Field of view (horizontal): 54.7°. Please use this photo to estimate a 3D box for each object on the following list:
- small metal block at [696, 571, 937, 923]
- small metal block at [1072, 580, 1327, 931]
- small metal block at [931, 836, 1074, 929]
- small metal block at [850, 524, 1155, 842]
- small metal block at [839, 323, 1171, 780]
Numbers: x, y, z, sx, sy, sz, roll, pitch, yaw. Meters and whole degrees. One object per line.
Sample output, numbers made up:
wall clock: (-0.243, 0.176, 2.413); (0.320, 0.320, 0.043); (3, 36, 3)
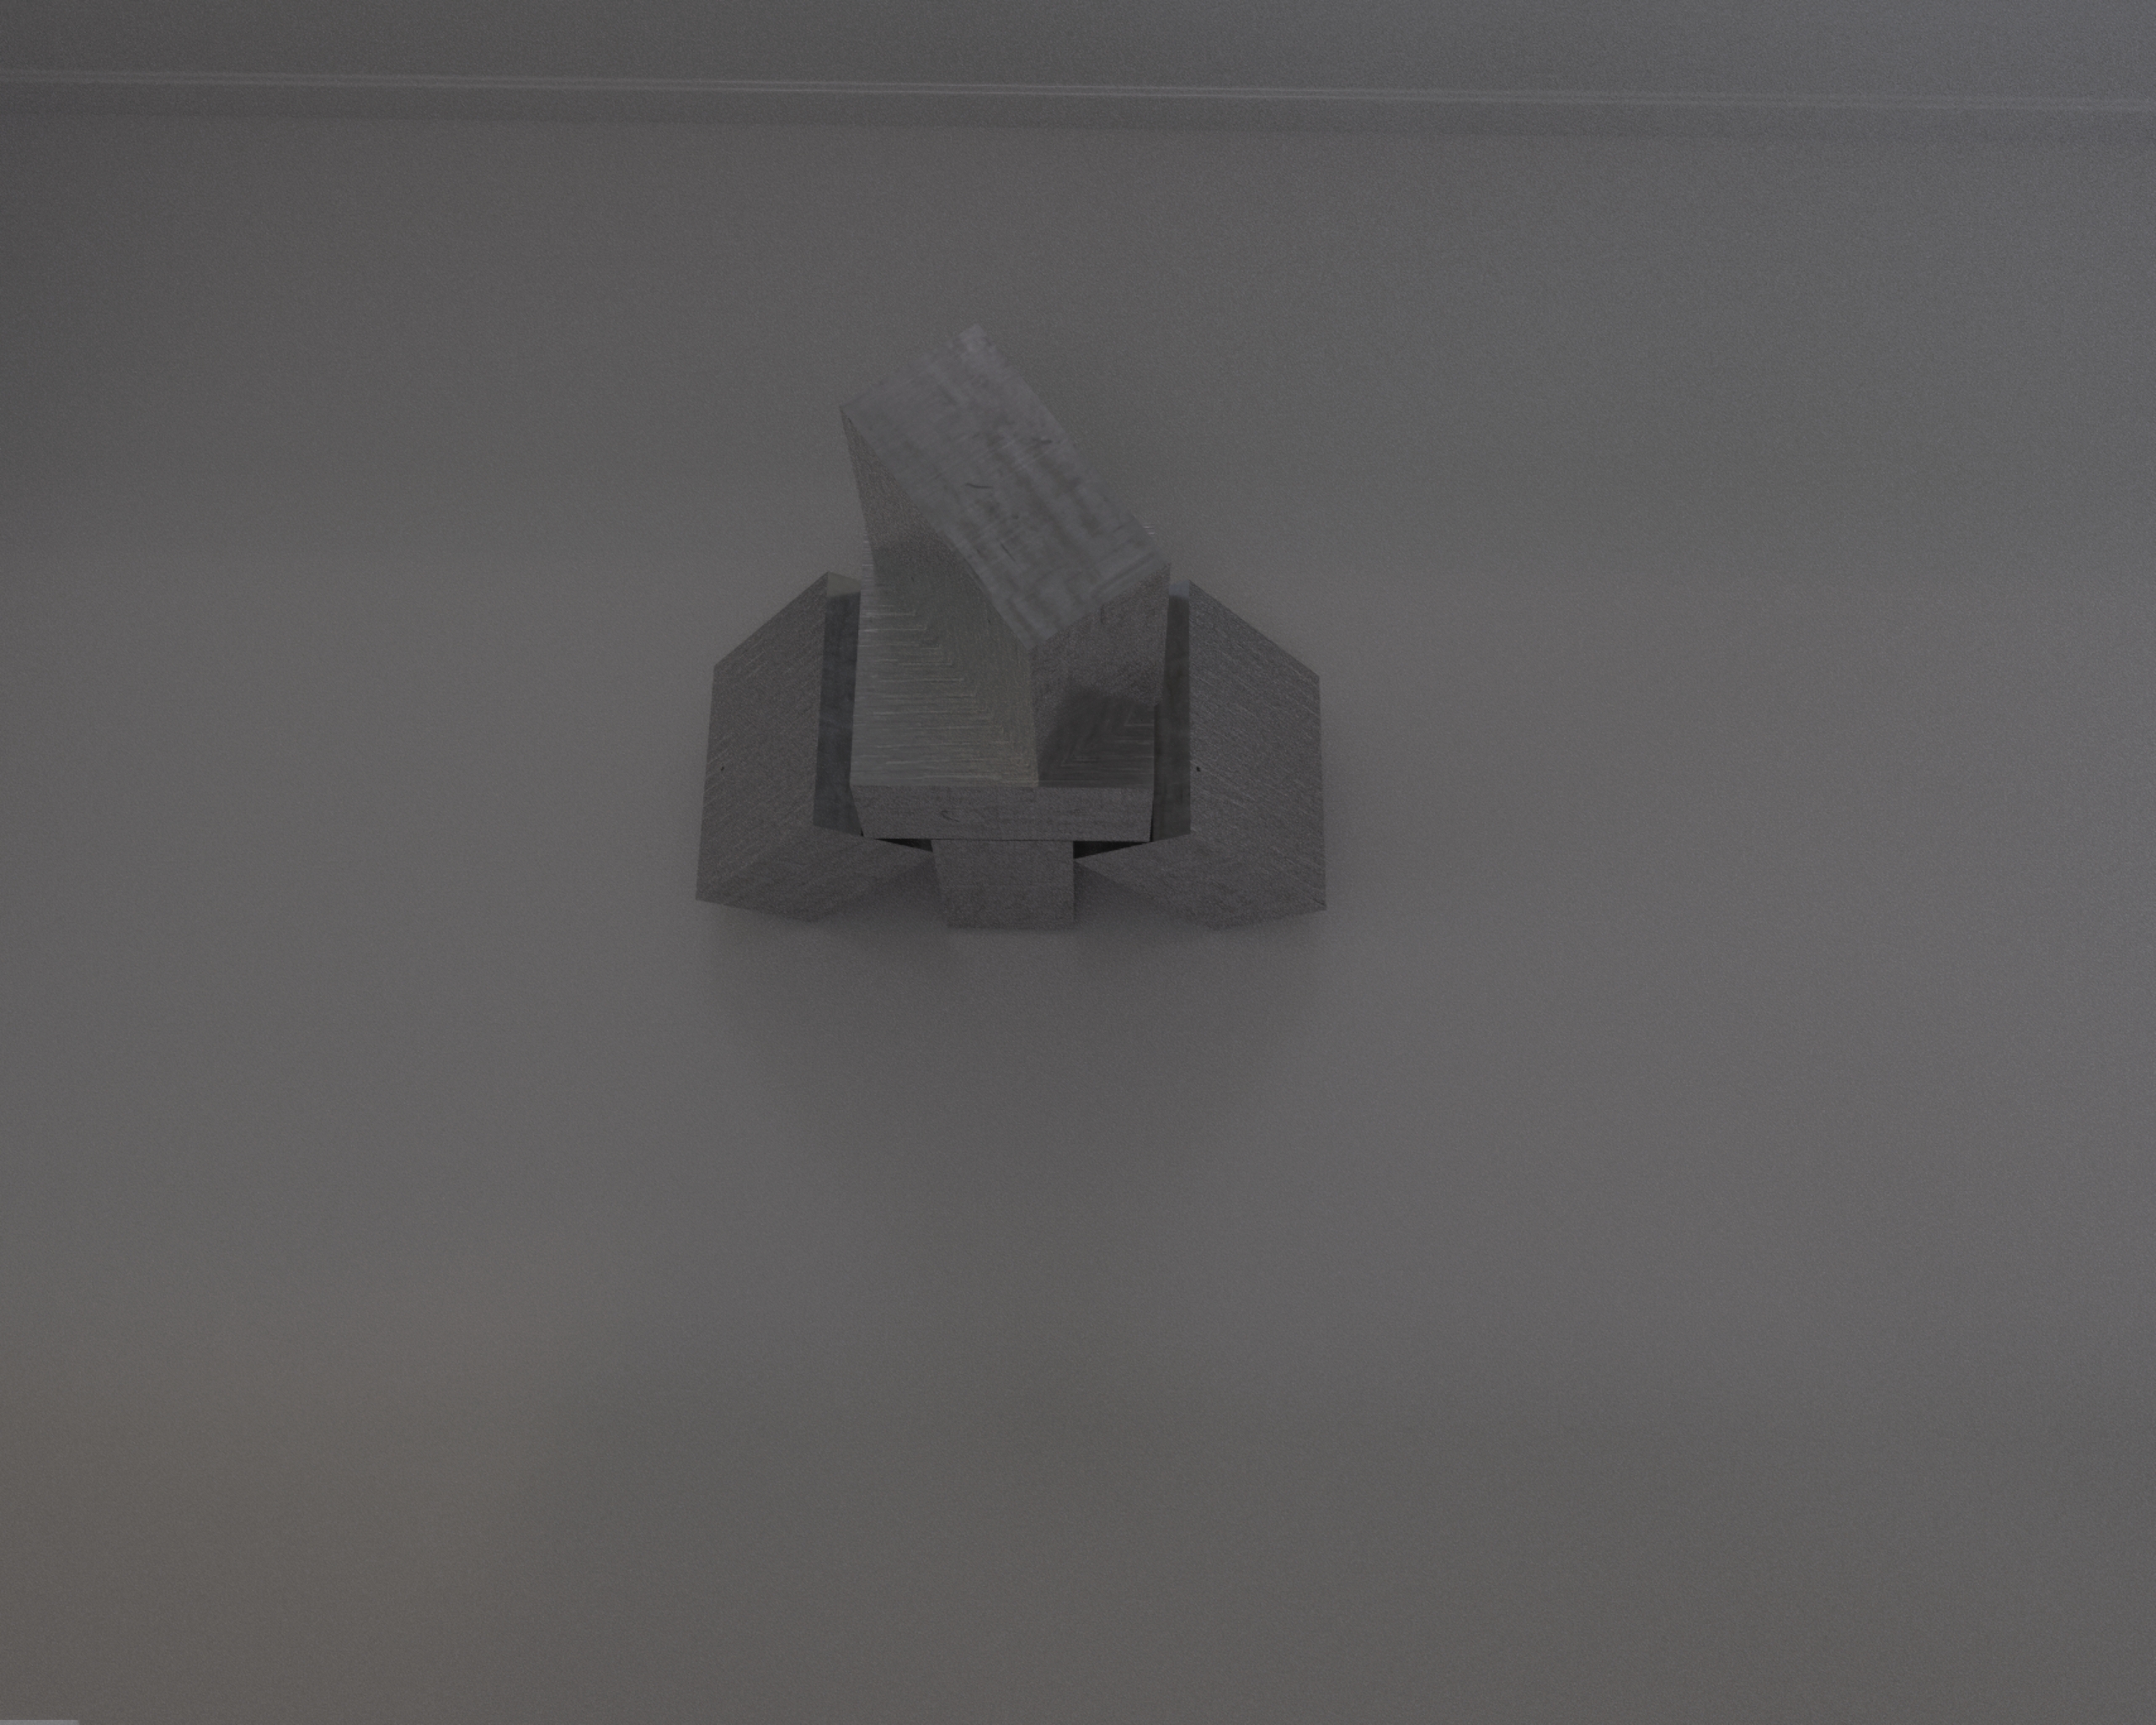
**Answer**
small metal block: (-0.049, -0.021, 0.398); (0.025, 0.050, 0.050); (13, 66, -31)
small metal block: (0.024, -0.019, 0.399); (0.025, 0.050, 0.050); (-13, 66, 32)
small metal block: (-0.013, -0.019, 0.401); (0.025, 0.050, 0.050); (1, 70, 0)
small metal block: (-0.012, -0.032, 0.365); (0.050, 0.025, 0.050); (1, 70, 0)
small metal block: (-0.011, -0.048, 0.331); (0.025, 0.050, 0.050); (-34, 73, -11)
